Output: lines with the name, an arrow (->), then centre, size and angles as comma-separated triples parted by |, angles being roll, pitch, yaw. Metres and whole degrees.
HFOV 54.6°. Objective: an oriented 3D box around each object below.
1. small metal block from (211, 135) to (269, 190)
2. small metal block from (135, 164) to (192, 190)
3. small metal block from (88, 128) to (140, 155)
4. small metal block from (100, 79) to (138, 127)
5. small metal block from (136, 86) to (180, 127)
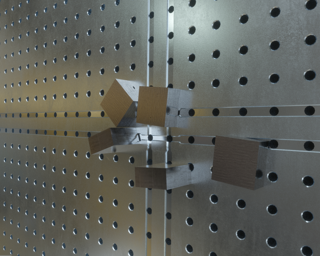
small metal block -> 0.087, 0.036, 0.338 | 0.050, 0.025, 0.050 | 9, 96, 39
small metal block -> 0.004, 0.060, 0.391 | 0.050, 0.050, 0.025 | -4, 88, 40
small metal block -> -0.067, 0.019, 0.449 | 0.050, 0.050, 0.025 | -22, 76, 38
small metal block -> -0.056, -0.036, 0.457 | 0.050, 0.025, 0.050 | 51, 120, 28
small metal block -> -0.003, -0.029, 0.413 | 0.050, 0.025, 0.050 | 9, 96, 39
